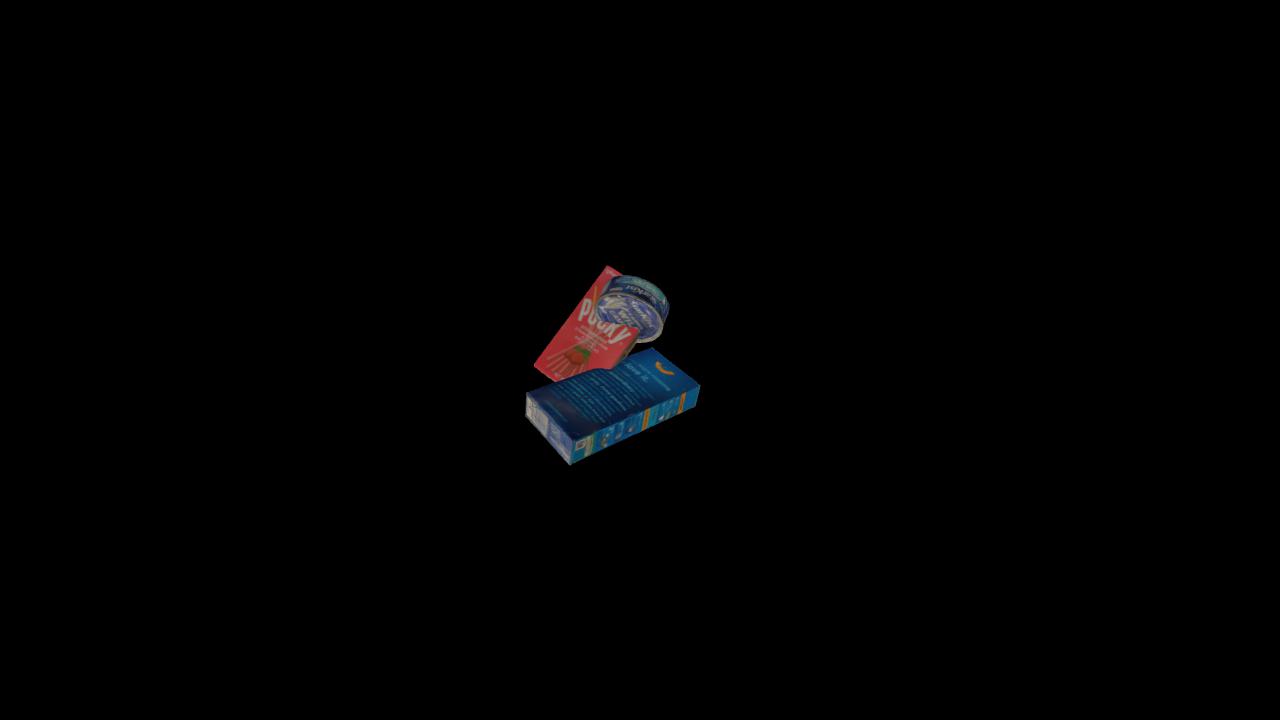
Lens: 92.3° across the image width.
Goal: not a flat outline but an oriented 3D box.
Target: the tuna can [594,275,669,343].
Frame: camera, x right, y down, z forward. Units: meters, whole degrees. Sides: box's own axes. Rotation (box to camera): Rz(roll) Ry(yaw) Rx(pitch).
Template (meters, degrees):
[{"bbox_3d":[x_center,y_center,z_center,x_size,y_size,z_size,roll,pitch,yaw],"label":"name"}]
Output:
[{"bbox_3d":[-0.009,-0.059,0.716,0.084,0.034,0.084,15,-34,10],"label":"tuna can"}]

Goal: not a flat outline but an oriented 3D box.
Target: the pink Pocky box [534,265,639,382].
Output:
[{"bbox_3d":[-0.049,-0.030,0.741,0.084,0.155,0.029,34,-7,15],"label":"pink Pocky box"}]

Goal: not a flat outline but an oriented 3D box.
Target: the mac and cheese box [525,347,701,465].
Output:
[{"bbox_3d":[-0.029,0.046,0.699,0.184,0.041,0.093,-20,43,-36],"label":"mac and cheese box"}]
